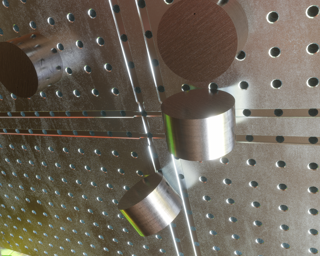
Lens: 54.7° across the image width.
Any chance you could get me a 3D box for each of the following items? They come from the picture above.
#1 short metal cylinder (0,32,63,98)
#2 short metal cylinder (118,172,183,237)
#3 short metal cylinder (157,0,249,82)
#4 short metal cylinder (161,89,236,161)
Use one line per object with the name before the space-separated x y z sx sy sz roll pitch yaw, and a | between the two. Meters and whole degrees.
short metal cylinder | -0.187 -0.089 0.438 0.080 0.050 0.079 13 124 21
short metal cylinder | -0.014 0.109 0.451 0.080 0.080 0.050 -28 103 37
short metal cylinder | 0.044 -0.093 0.314 0.080 0.050 0.079 13 124 21
short metal cylinder | 0.044 -0.006 0.349 0.080 0.080 0.050 6 121 25
